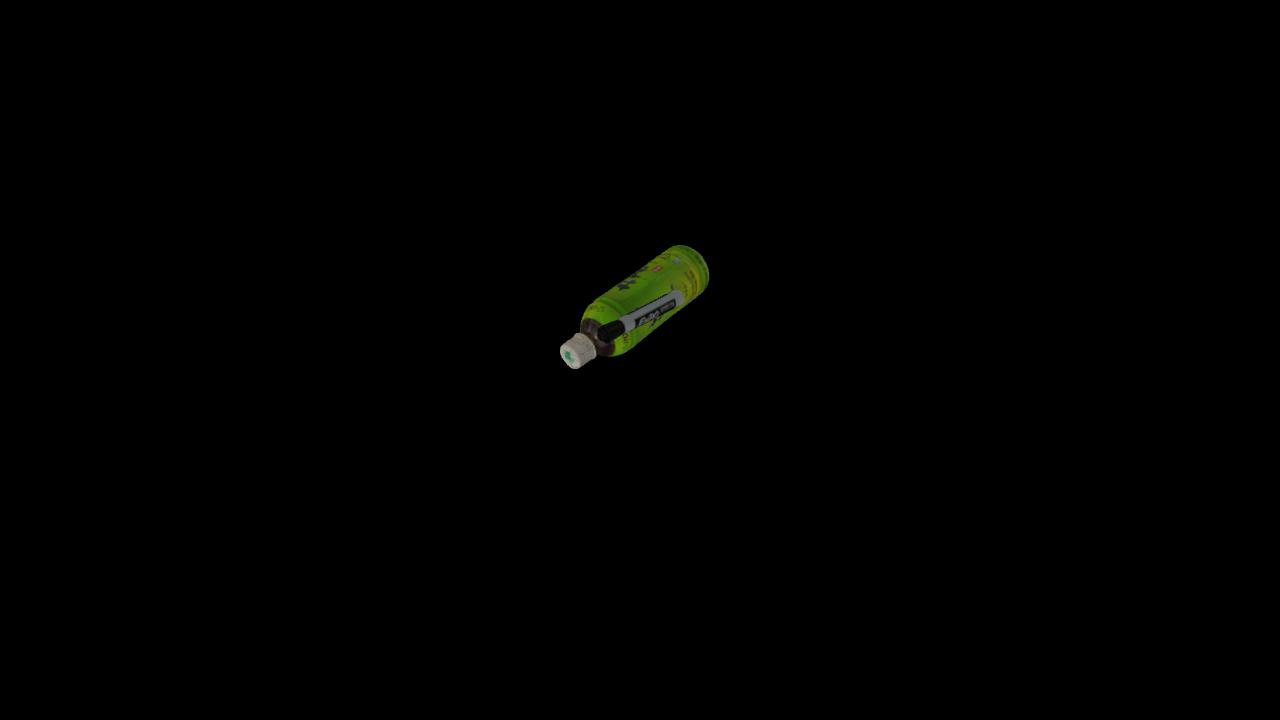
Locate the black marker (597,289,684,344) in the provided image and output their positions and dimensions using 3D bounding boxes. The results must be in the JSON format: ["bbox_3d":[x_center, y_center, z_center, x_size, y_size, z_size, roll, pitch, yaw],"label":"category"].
[{"bbox_3d":[0.002,-0.046,0.643,0.121,0.020,0.020,-30,19,-38],"label":"black marker"}]

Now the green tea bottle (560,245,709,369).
[{"bbox_3d":[-0.006,-0.057,0.703,0.073,0.073,0.212,0,34,49],"label":"green tea bottle"}]
